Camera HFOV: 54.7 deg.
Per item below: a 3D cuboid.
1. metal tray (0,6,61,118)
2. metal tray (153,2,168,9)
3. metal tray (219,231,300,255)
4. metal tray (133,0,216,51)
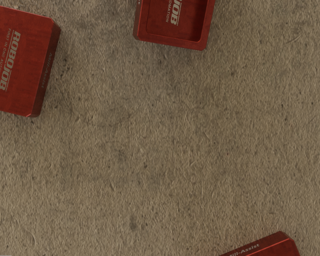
[{"bbox_3d":[-0.193,-0.086,0.406,0.091,0.030,0.129,14,90,0],"label":"metal tray"},{"bbox_3d":[0.011,-0.226,0.407,0.130,0.030,0.090,-42,90,0],"label":"metal tray"},{"bbox_3d":[0.126,0.204,0.409,0.131,0.030,0.090,-22,90,0],"label":"metal tray"},{"bbox_3d":[0.022,-0.167,0.377,0.091,0.030,0.129,5,106,-18],"label":"metal tray"}]
